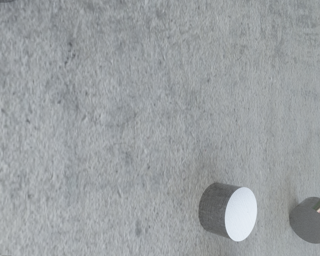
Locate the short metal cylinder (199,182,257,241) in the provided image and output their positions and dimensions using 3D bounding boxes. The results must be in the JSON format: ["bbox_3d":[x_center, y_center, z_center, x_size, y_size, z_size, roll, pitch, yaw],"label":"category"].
[{"bbox_3d":[0.106,0.128,0.480,0.081,0.050,0.079,0,90,-40],"label":"short metal cylinder"}]

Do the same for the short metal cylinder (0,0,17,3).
[{"bbox_3d":[-0.142,-0.158,0.270,0.081,0.050,0.079,0,90,-40],"label":"short metal cylinder"}]

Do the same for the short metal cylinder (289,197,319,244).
[{"bbox_3d":[0.318,0.190,0.641,0.050,0.080,0.079,-18,102,-39],"label":"short metal cylinder"}]
